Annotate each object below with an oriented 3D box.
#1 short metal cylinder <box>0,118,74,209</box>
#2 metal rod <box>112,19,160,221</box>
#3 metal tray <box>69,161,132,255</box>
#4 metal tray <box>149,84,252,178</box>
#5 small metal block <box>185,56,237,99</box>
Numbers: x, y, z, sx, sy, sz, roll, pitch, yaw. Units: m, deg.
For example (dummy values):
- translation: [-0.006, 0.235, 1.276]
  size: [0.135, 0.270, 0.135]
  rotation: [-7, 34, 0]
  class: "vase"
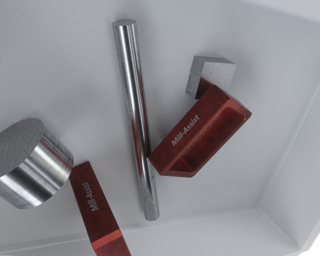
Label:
- translation: [-0.139, 0.036, 0.320]
  size: [0.080, 0.080, 0.050]
  rotation: [-35, 129, -5]
  class: "short metal cylinder"
- translation: [-0.025, 0.014, 0.404]
  size: [0.025, 0.025, 0.298]
  rotation: [-18, 126, -18]
  class: "metal rod"
- translation: [-0.070, 0.111, 0.372]
  size: [0.030, 0.130, 0.089]
  rotation: [-24, 127, -15]
  class: "metal tray"
- translation: [0.056, 0.011, 0.416]
  size: [0.130, 0.030, 0.090]
  rotation: [-49, 148, 15]
  class: "metal tray"
- translation: [0.066, -0.065, 0.406]
  size: [0.050, 0.025, 0.050]
  rotation: [-3, 120, -28]
  class: "small metal block"
